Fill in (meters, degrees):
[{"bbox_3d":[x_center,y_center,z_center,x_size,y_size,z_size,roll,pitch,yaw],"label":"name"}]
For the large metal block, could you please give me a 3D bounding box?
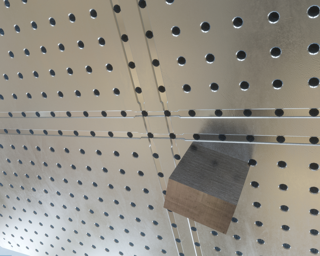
[{"bbox_3d":[0.060,0.072,0.389,0.080,0.080,0.050,20,126,17],"label":"large metal block"}]
